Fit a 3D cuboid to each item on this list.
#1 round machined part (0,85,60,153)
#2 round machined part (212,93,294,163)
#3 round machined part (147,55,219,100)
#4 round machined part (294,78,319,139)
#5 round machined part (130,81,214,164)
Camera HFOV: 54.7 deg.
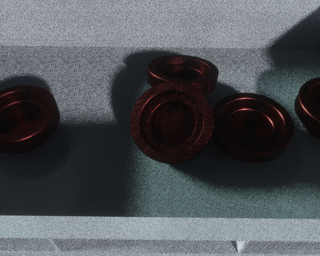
[{"bbox_3d":[-0.179,-0.007,0.399,0.099,0.042,0.098,0,50,0],"label":"round machined part"},{"bbox_3d":[0.112,0.004,0.391,0.099,0.042,0.098,0,50,0],"label":"round machined part"},{"bbox_3d":[0.031,-0.066,0.439,0.099,0.042,0.098,3,34,-1],"label":"round machined part"},{"bbox_3d":[0.229,-0.020,0.411,0.099,0.042,0.098,-1,50,1],"label":"round machined part"},{"bbox_3d":[0.017,-0.004,0.379,0.098,0.042,0.098,-2,79,12],"label":"round machined part"}]
